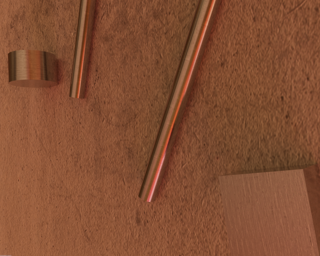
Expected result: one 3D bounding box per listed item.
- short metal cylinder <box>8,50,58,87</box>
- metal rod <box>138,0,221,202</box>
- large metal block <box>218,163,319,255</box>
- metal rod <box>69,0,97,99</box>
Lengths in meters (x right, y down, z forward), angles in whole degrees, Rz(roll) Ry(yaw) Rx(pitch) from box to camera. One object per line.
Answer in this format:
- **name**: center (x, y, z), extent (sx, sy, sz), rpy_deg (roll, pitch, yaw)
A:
- **short metal cylinder**: center (-0.226, -0.103, 0.552), extent (0.080, 0.081, 0.050), rpy_deg (-4, 87, 39)
- **metal rod**: center (0.026, -0.045, 0.381), extent (0.025, 0.025, 0.298), rpy_deg (28, 107, 36)
- **large metal block**: center (0.110, 0.080, 0.297), extent (0.080, 0.050, 0.080), rpy_deg (-13, 82, 39)
- **metal rod**: center (-0.116, -0.197, 0.497), extent (0.025, 0.025, 0.298), rpy_deg (15, 99, 39)
